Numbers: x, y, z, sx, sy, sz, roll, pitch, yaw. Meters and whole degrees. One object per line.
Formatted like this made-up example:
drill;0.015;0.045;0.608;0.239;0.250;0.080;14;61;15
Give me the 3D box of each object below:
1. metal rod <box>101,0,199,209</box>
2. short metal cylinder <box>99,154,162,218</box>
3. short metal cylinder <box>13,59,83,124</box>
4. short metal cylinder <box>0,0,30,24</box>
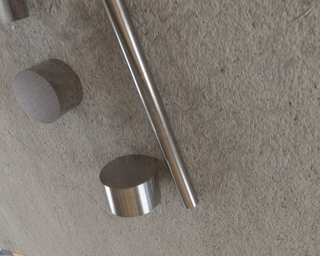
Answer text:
metal rod;-0.005;-0.021;0.396;0.025;0.025;0.299;-7;115;31
short metal cylinder;-0.041;0.081;0.443;0.080;0.080;0.050;6;121;25
short metal cylinder;-0.159;-0.053;0.442;0.080;0.050;0.079;13;124;21
short metal cylinder;-0.210;-0.160;0.383;0.080;0.080;0.050;9;122;23
